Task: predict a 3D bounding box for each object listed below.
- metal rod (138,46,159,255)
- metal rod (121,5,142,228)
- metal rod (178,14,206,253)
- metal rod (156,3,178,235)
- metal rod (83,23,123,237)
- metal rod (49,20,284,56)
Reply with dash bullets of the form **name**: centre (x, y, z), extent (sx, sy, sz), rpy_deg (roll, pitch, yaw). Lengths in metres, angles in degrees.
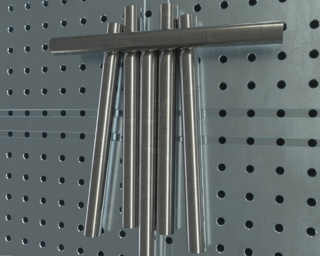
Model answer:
- **metal rod**: centre (-0.016, 0.041, 0.418), extent (0.025, 0.025, 0.298), rpy_deg (1, 91, 20)
- **metal rod**: centre (-0.039, -0.015, 0.427), extent (0.025, 0.025, 0.298), rpy_deg (1, 90, 20)
- **metal rod**: centre (0.041, 0.007, 0.399), extent (0.025, 0.025, 0.298), rpy_deg (-3, 89, 20)
- **metal rod**: centre (0.010, -0.011, 0.411), extent (0.025, 0.025, 0.298), rpy_deg (1, 90, 20)
- **metal rod**: centre (-0.079, 0.004, 0.440), extent (0.025, 0.025, 0.298), rpy_deg (8, 93, 20)
- **metal rod**: centre (-0.007, -0.110, 0.389), extent (0.301, 0.025, 0.025), rpy_deg (2, 91, 20)
